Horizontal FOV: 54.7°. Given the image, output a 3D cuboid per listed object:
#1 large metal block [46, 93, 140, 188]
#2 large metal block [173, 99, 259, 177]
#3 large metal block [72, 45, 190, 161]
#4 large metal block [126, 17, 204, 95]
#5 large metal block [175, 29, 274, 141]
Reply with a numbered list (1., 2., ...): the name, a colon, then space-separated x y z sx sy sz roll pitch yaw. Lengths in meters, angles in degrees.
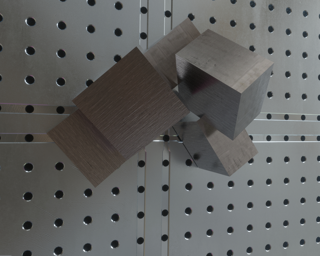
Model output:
1. large metal block: -0.076 0.011 0.371 0.080 0.050 0.080 -41 104 -16
2. large metal block: 0.069 0.011 0.408 0.050 0.080 0.080 -36 102 -17
3. large metal block: -0.028 -0.028 0.320 0.080 0.050 0.080 -38 104 10
4. large metal block: 0.006 -0.081 0.385 0.080 0.080 0.050 -43 104 -15
5. large metal block: 0.065 -0.046 0.333 0.080 0.080 0.050 38 68 27
